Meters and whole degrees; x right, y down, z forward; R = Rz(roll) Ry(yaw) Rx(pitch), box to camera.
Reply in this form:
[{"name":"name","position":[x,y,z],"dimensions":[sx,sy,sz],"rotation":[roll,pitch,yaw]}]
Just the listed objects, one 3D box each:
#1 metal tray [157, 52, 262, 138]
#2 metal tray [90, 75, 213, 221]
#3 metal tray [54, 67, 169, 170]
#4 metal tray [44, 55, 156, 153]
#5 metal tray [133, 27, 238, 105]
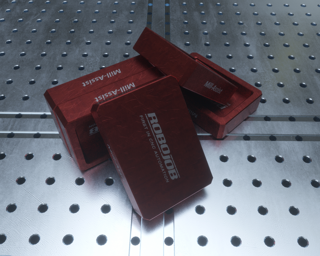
[{"name":"metal tray","position":[0.066,-0.052,0.447],"dimensions":[0.091,0.030,0.130],"rotation":[-36,59,-27]},{"name":"metal tray","position":[-0.006,0.019,0.331],"dimensions":[0.091,0.129,0.030],"rotation":[-26,13,-20]},{"name":"metal tray","position":[-0.049,-0.011,0.372],"dimensions":[0.131,0.089,0.030],"rotation":[-26,55,-21]},{"name":"metal tray","position":[-0.066,-0.029,0.388],"dimensions":[0.131,0.089,0.030],"rotation":[-26,55,-21]},{"name":"metal tray","position":[0.037,-0.076,0.398],"dimensions":[0.090,0.030,0.131],"rotation":[43,17,29]}]
